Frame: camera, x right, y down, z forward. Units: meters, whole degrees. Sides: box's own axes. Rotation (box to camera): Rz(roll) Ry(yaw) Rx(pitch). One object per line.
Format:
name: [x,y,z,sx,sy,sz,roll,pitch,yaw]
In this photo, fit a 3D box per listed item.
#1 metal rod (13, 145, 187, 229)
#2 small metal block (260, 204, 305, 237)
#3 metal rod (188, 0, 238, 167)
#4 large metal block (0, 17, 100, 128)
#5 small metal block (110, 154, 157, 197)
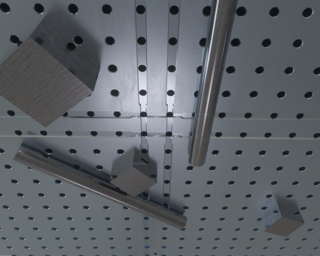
metal rod: [-0.081,0.102,0.497,0.301,0.025,0.025,29,124,-23]
small metal block: [0.219,0.167,0.556,0.050,0.025,0.050,19,128,-16]
metal rod: [0.060,-0.066,0.355,0.025,0.025,0.298,2,130,-2]
large metal block: [-0.127,-0.059,0.344,0.080,0.050,0.080,-32,124,24]
small metal block: [-0.040,0.074,0.474,0.050,0.025,0.050,-36,122,26]
